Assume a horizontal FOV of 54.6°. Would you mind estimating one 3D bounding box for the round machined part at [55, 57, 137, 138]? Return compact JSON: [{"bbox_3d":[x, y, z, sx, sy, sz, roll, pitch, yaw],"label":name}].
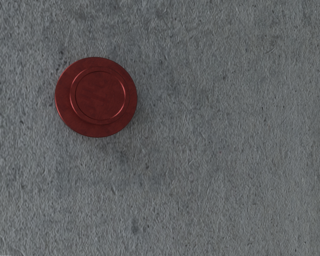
[{"bbox_3d":[-0.074,-0.037,0.372,0.099,0.042,0.097,0,90,-20],"label":"round machined part"}]
